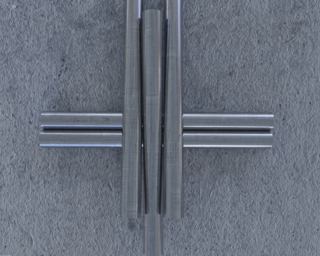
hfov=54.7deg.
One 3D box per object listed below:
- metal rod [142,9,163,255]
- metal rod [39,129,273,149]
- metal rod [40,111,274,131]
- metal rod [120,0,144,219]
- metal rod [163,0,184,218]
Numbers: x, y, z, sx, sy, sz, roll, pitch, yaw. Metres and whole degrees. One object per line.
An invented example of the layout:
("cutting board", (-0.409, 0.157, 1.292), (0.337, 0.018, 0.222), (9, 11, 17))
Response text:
("metal rod", (-0.009, 0.005, 0.385), (0.025, 0.025, 0.298), (0, 90, -1))
("metal rod", (-0.004, 0.015, 0.412), (0.302, 0.025, 0.025), (0, 90, -1))
("metal rod", (-0.003, -0.010, 0.412), (0.302, 0.025, 0.025), (0, 90, -1))
("metal rod", (-0.034, -0.042, 0.390), (0.025, 0.025, 0.298), (0, 82, -1))
("metal rod", (0.017, -0.042, 0.390), (0.025, 0.025, 0.298), (0, 82, -1))
